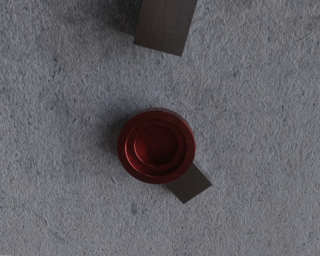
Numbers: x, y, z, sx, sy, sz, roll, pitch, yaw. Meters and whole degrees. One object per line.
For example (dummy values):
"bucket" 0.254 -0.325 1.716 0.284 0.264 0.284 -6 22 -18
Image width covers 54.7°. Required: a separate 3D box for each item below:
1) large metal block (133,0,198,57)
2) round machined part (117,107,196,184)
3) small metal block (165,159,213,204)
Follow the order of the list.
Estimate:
"large metal block" 0.007 -0.127 0.334 0.050 0.080 0.079 14 110 -5
"round machined part" -0.004 0.020 0.405 0.099 0.042 0.097 0 106 2
"small metal block" 0.037 0.071 0.437 0.050 0.025 0.050 -37 107 12
